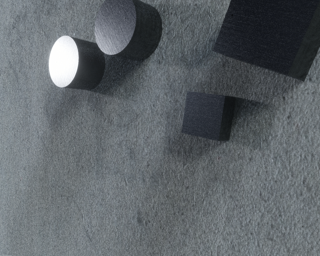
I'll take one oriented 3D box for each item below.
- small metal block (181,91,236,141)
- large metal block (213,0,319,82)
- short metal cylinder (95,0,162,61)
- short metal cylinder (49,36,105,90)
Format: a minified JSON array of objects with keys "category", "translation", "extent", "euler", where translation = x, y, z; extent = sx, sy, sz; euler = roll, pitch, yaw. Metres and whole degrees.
[{"category":"small metal block","translation":[0.056,-0.015,0.359],"extent":[0.050,0.025,0.050],"euler":[12,98,39]},{"category":"large metal block","translation":[0.110,-0.098,0.298],"extent":[0.080,0.050,0.079],"euler":[30,109,36]},{"category":"short metal cylinder","translation":[-0.044,-0.136,0.425],"extent":[0.080,0.050,0.080],"euler":[0,90,40]},{"category":"short metal cylinder","translation":[-0.134,-0.103,0.500],"extent":[0.080,0.050,0.080],"euler":[0,90,40]}]
